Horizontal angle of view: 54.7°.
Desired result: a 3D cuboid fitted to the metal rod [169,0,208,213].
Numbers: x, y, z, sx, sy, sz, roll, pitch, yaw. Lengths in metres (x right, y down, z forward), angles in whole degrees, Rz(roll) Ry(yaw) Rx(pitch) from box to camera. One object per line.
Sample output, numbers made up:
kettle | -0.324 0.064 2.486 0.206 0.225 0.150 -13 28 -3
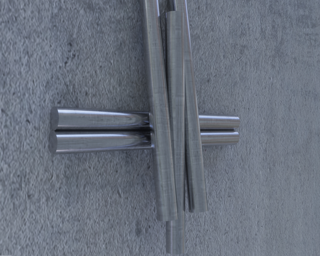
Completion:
metal rod | 0.036 -0.042 0.411 0.025 0.025 0.298 0 82 -40

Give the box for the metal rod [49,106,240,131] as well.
metal rod | 0.007 -0.010 0.415 0.302 0.025 0.025 0 90 -40

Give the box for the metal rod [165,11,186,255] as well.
metal rod | 0.019 0.006 0.391 0.025 0.025 0.298 0 90 -40

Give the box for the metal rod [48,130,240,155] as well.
metal rod | 0.006 0.015 0.414 0.302 0.025 0.025 0 90 -40

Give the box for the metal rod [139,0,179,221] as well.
metal rod | -0.003 -0.041 0.378 0.025 0.025 0.298 0 82 -40
